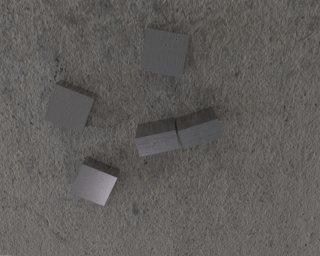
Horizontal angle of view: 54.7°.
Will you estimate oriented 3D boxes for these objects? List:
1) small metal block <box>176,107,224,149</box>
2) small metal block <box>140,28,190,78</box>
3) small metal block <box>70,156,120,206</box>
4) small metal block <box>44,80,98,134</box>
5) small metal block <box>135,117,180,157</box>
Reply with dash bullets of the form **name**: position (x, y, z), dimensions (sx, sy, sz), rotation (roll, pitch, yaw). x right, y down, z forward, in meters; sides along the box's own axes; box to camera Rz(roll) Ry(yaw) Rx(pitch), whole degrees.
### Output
- **small metal block**: position (0.049, -0.001, 0.396), dimensions (0.050, 0.050, 0.025), rotation (-18, 109, 6)
- **small metal block**: position (0.005, -0.092, 0.376), dimensions (0.050, 0.025, 0.050), rotation (9, 110, -4)
- **small metal block**: position (-0.091, 0.075, 0.436), dimensions (0.050, 0.025, 0.050), rotation (24, 108, -9)
- **small metal block**: position (-0.114, -0.028, 0.398), dimensions (0.050, 0.025, 0.050), rotation (21, 109, -8)
- **small metal block**: position (-0.003, 0.010, 0.400), dimensions (0.050, 0.050, 0.025), rotation (-12, 110, 4)
